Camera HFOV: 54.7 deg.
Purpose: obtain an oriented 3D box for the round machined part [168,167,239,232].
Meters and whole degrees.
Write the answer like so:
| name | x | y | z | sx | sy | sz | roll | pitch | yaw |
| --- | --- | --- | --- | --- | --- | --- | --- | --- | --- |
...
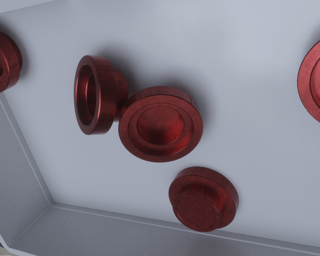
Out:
| name | x | y | z | sx | sy | sz | roll | pitch | yaw |
| --- | --- | --- | --- | --- | --- | --- | --- | --- | --- |
| round machined part | 0.056 | 0.106 | 0.434 | 0.098 | 0.042 | 0.097 | 13 | 124 | 21 |

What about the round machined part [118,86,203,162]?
| name | x | y | z | sx | sy | sz | roll | pitch | yaw |
| --- | --- | --- | --- | --- | --- | --- | --- | --- | --- |
| round machined part | 0.001 | -0.008 | 0.376 | 0.099 | 0.042 | 0.097 | -1 | 125 | -2 |

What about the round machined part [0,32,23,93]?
| name | x | y | z | sx | sy | sz | roll | pitch | yaw |
| --- | --- | --- | --- | --- | --- | --- | --- | --- | --- |
| round machined part | -0.248 | -0.105 | 0.463 | 0.098 | 0.042 | 0.097 | 12 | 123 | 20 |

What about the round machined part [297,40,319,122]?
| name | x | y | z | sx | sy | sz | roll | pitch | yaw |
| --- | --- | --- | --- | --- | --- | --- | --- | --- | --- |
| round machined part | 0.177 | -0.045 | 0.270 | 0.098 | 0.042 | 0.097 | 20 | 128 | 28 |

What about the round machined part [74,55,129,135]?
| name | x | y | z | sx | sy | sz | roll | pitch | yaw |
| --- | --- | --- | --- | --- | --- | --- | --- | --- | --- |
| round machined part | -0.073 | -0.041 | 0.391 | 0.098 | 0.042 | 0.097 | 7 | 98 | 58 |
